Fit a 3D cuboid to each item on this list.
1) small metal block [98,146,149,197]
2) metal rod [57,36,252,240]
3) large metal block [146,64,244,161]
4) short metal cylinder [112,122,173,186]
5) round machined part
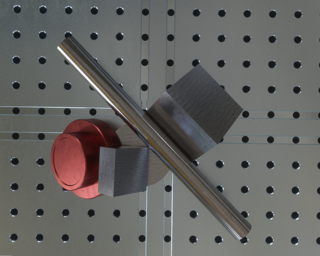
[{"bbox_3d":[-0.040,0.046,0.345,0.025,0.050,0.050,3,91,40],"label":"small metal block"},{"bbox_3d":[-0.006,0.012,0.359,0.025,0.025,0.300,-43,90,0],"label":"metal rod"},{"bbox_3d":[0.043,-0.020,0.376,0.080,0.050,0.080,46,47,0],"label":"large metal block"},{"bbox_3d":[-0.024,0.031,0.397,0.081,0.050,0.079,0,90,0],"label":"short metal cylinder"},{"bbox_3d":[-0.095,0.038,0.375,0.098,0.042,0.097,3,95,38],"label":"round machined part"}]
